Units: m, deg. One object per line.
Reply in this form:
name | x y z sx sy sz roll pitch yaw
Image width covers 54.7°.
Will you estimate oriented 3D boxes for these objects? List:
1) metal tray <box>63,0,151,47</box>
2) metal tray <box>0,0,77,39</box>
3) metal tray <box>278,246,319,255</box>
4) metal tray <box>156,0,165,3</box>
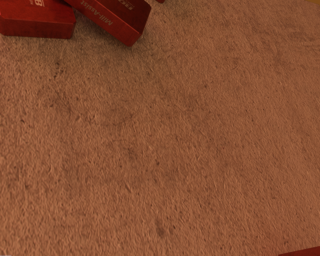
metal tray | -0.079 -0.187 0.448 0.130 0.030 0.090 33 43 -22
metal tray | -0.173 -0.182 0.418 0.091 0.030 0.130 -6 65 -31
metal tray | 0.204 0.197 0.350 0.130 0.090 0.030 47 51 5
metal tray | -0.006 -0.298 0.578 0.090 0.030 0.130 32 52 -8
